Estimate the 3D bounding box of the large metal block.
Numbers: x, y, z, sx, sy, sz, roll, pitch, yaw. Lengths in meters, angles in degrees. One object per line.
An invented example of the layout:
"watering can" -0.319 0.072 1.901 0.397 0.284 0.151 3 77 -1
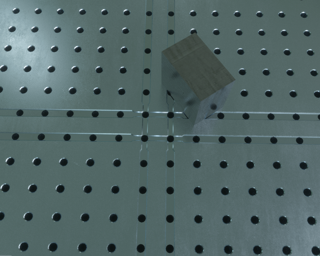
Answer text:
"large metal block" 0.045 -0.061 0.405 0.050 0.080 0.080 -32 73 -11
